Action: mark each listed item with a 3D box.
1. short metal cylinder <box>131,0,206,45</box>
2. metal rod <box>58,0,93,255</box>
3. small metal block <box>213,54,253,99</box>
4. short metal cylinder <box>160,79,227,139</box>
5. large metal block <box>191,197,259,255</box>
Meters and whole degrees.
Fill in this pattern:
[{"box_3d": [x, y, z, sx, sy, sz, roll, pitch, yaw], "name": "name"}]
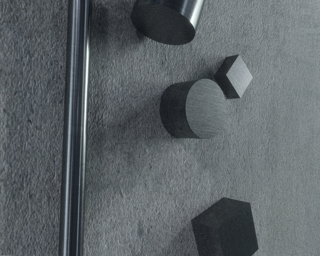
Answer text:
[{"box_3d": [0.010, -0.145, 0.377, 0.080, 0.080, 0.050, 27, 73, -37], "name": "short metal cylinder"}, {"box_3d": [-0.089, -0.015, 0.329, 0.025, 0.025, 0.298, 3, 88, -40], "name": "metal rod"}, {"box_3d": [0.120, -0.083, 0.505, 0.050, 0.025, 0.050, 50, 61, -28], "name": "small metal block"}, {"box_3d": [0.046, -0.025, 0.427, 0.081, 0.050, 0.079, 0, 90, -40], "name": "short metal cylinder"}, {"box_3d": [0.101, 0.164, 0.473, 0.081, 0.050, 0.080, -22, 104, -38], "name": "large metal block"}]
